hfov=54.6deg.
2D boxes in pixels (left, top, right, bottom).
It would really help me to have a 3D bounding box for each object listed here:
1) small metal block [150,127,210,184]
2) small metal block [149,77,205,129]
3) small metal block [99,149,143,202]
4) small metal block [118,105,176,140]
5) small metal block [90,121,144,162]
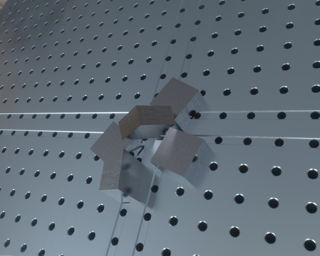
[{"bbox_3d":[0.025,0.033,0.376,0.050,0.025,0.050,20,72,35],"label":"small metal block"},{"bbox_3d":[0.023,-0.035,0.418,0.050,0.025,0.050,34,81,38],"label":"small metal block"},{"bbox_3d":[-0.046,0.060,0.381,0.025,0.050,0.050,-9,58,24],"label":"small metal block"},{"bbox_3d":[-0.017,-0.006,0.390,0.050,0.050,0.025,-36,62,50],"label":"small metal block"},{"bbox_3d":[-0.059,0.026,0.425,0.050,0.025,0.050,34,81,38],"label":"small metal block"}]
